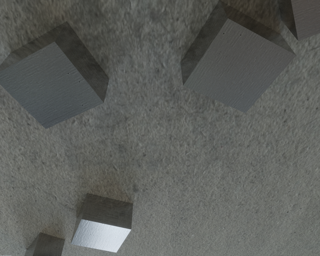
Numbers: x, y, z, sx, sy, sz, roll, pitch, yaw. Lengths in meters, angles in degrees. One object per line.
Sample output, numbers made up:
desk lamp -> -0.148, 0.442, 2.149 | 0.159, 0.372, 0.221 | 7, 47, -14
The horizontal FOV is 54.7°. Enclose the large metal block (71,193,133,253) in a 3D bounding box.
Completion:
large metal block -> -0.099, 0.163, 0.529 | 0.081, 0.050, 0.079 | 17, 128, -15

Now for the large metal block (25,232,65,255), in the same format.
large metal block -> -0.229, 0.260, 0.589 | 0.050, 0.080, 0.080 | 27, 125, -22

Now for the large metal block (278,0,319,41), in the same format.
large metal block -> 0.150, -0.138, 0.276 | 0.080, 0.050, 0.080 | -19, 128, 15

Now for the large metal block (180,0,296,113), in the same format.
large metal block -> 0.078, -0.073, 0.330 | 0.080, 0.050, 0.080 | 21, 127, -18

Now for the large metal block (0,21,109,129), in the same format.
large metal block -> -0.115, -0.056, 0.342 | 0.080, 0.050, 0.080 | -22, 127, 17
